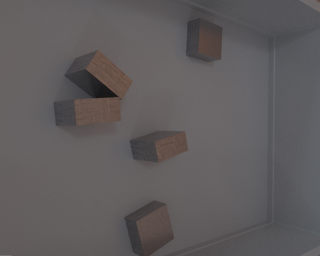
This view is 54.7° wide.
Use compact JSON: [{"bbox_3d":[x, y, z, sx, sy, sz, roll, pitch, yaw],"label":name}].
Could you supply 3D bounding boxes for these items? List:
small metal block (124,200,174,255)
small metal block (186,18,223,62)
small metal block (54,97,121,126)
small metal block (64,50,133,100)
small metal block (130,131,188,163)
[{"bbox_3d":[-0.013,0.129,0.398,0.050,0.025,0.050,-20,103,-38],"label":"small metal block"},{"bbox_3d":[0.067,-0.130,0.465,0.050,0.025,0.050,5,87,-40],"label":"small metal block"},{"bbox_3d":[-0.077,-0.018,0.327,0.050,0.050,0.025,-8,96,-40],"label":"small metal block"},{"bbox_3d":[-0.067,-0.054,0.336,0.050,0.050,0.025,40,65,-33],"label":"small metal block"},{"bbox_3d":[-0.001,0.022,0.391,0.050,0.050,0.025,-18,102,-39],"label":"small metal block"}]
